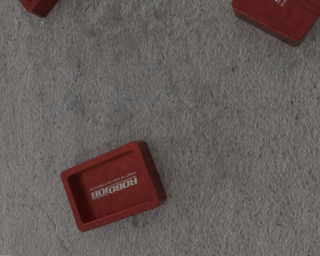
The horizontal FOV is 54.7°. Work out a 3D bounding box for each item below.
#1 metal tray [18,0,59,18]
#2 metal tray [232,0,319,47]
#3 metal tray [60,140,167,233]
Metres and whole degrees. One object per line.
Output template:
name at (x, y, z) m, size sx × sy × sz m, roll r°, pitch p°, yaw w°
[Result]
metal tray at (-0.171, -0.246, 0.466) m, size 0.130 × 0.030 × 0.090 m, roll -43°, pitch 77°, yaw 15°
metal tray at (0.155, -0.171, 0.351) m, size 0.090 × 0.030 × 0.129 m, roll 36°, pitch 101°, yaw 16°
metal tray at (-0.066, 0.081, 0.429) m, size 0.130 × 0.030 × 0.090 m, roll -23°, pitch 82°, yaw 18°
